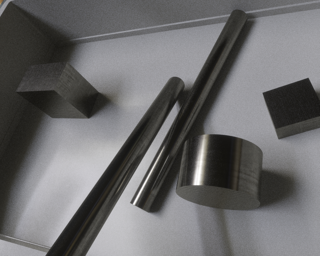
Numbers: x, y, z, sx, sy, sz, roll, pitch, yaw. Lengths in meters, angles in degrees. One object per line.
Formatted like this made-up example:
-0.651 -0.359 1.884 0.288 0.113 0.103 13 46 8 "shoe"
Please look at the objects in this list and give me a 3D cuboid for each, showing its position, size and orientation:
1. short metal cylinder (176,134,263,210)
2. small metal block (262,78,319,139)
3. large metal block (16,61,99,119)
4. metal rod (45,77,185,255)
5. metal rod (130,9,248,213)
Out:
0.060 0.046 0.310 0.080 0.080 0.050 -2 61 27 "short metal cylinder"
0.147 -0.021 0.341 0.050 0.025 0.050 -18 55 17 "small metal block"
-0.158 -0.056 0.486 0.080 0.080 0.050 2 63 28 "large metal block"
-0.029 0.025 0.320 0.025 0.025 0.301 -3 34 26 "metal rod"
0.045 -0.034 0.401 0.025 0.025 0.300 17 70 34 "metal rod"
